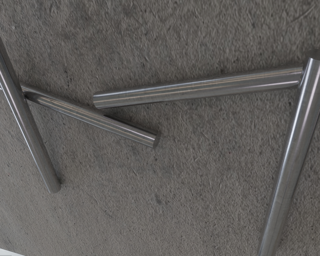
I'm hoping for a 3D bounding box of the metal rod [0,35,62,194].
[{"bbox_3d":[-0.209,-0.003,0.489,0.025,0.025,0.298,13,132,21],"label":"metal rod"}]

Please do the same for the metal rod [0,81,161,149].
[{"bbox_3d":[-0.140,-0.032,0.460,0.301,0.025,0.025,20,126,16],"label":"metal rod"}]

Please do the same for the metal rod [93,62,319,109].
[{"bbox_3d":[0.047,-0.046,0.353,0.300,0.025,0.025,-3,117,29],"label":"metal rod"}]

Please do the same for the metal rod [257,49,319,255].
[{"bbox_3d":[0.143,0.058,0.348,0.025,0.025,0.298,13,130,21],"label":"metal rod"}]
